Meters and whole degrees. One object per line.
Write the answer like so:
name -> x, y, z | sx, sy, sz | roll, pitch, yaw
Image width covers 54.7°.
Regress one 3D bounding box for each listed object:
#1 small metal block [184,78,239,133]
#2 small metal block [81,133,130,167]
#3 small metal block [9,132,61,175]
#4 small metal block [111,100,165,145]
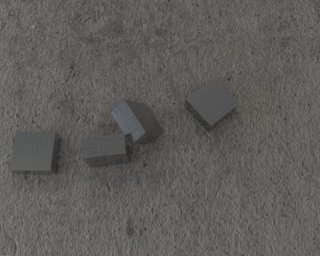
small metal block -> 0.069, -0.031, 0.420 | 0.050, 0.025, 0.050 | -37, 74, -13
small metal block -> -0.066, 0.029, 0.384 | 0.050, 0.050, 0.025 | -7, 70, -3
small metal block -> -0.158, 0.032, 0.395 | 0.050, 0.025, 0.050 | 0, 70, 0
small metal block -> -0.027, -0.007, 0.394 | 0.025, 0.050, 0.050 | -40, 72, 21
